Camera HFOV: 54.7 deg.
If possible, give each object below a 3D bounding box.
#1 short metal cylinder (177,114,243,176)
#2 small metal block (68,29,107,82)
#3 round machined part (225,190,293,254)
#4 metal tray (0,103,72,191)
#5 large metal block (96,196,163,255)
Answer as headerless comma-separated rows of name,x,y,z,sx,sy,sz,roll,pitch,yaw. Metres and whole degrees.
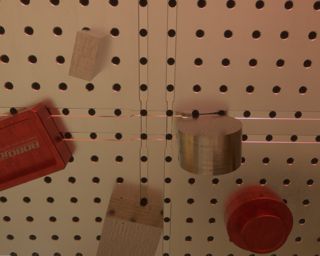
short metal cylinder,0.062,0.019,0.391,0.080,0.080,0.050,-4,110,1
small metal block,-0.085,-0.087,0.367,0.025,0.050,0.050,16,109,-6
round machined part,0.149,0.146,0.459,0.099,0.042,0.097,0,110,0
metal tray,-0.200,0.031,0.420,0.130,0.030,0.090,-20,109,7
large metal block,-0.044,0.156,0.457,0.080,0.050,0.079,13,110,-5
